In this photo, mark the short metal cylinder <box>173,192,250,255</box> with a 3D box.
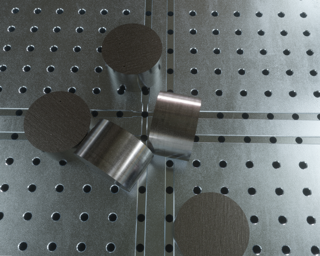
[{"bbox_3d":[0.056,0.117,0.356,0.081,0.050,0.080,0,70,0],"label":"short metal cylinder"}]

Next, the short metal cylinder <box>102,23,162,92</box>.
[{"bbox_3d":[-0.037,-0.098,0.434,0.081,0.050,0.080,0,70,0],"label":"short metal cylinder"}]

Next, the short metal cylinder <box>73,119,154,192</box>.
[{"bbox_3d":[-0.055,0.033,0.370,0.080,0.080,0.050,31,73,10],"label":"short metal cylinder"}]

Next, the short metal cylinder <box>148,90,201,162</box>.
[{"bbox_3d":[0.018,-0.003,0.383,0.050,0.080,0.080,11,71,4],"label":"short metal cylinder"}]

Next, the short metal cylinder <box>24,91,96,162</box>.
[{"bbox_3d":[-0.124,0.000,0.398,0.081,0.050,0.080,0,70,0],"label":"short metal cylinder"}]
